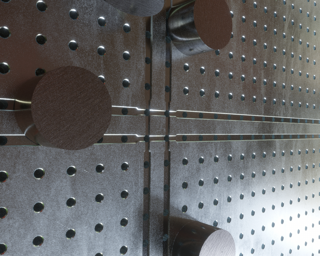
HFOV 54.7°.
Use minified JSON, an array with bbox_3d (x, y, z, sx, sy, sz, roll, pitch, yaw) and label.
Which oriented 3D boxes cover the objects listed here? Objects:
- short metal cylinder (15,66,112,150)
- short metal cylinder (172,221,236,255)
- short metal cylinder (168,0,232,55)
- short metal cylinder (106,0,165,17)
[{"bbox_3d":[-0.096,-0.019,0.312,0.081,0.050,0.079,0,90,-40],"label":"short metal cylinder"},{"bbox_3d":[0.064,0.180,0.446,0.081,0.050,0.079,0,90,-40],"label":"short metal cylinder"},{"bbox_3d":[0.058,-0.147,0.440,0.081,0.050,0.079,0,91,-40],"label":"short metal cylinder"},{"bbox_3d":[-0.027,-0.172,0.350,0.080,0.080,0.050,26,74,-37],"label":"short metal cylinder"}]
